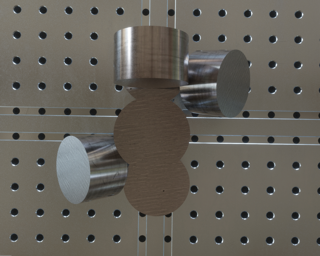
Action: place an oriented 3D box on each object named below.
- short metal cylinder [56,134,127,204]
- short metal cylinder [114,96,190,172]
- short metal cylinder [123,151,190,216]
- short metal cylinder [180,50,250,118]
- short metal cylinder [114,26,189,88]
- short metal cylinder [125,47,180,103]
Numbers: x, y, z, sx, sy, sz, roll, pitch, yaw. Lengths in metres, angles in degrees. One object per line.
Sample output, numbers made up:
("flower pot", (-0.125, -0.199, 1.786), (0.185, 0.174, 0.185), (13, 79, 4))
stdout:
("short metal cylinder", (-0.085, 0.048, 0.380), (0.050, 0.080, 0.080), (-2, 90, -44))
("short metal cylinder", (-0.008, 0.006, 0.350), (0.081, 0.050, 0.079), (0, 90, 0))
("short metal cylinder", (-0.004, 0.067, 0.400), (0.081, 0.050, 0.079), (0, 91, -1))
("short metal cylinder", (0.069, -0.055, 0.379), (0.050, 0.080, 0.080), (11, 90, 40))
("short metal cylinder", (-0.009, -0.073, 0.334), (0.081, 0.080, 0.050), (0, 90, 0))
("short metal cylinder", (-0.007, -0.069, 0.400), (0.081, 0.050, 0.079), (0, 91, 0))
